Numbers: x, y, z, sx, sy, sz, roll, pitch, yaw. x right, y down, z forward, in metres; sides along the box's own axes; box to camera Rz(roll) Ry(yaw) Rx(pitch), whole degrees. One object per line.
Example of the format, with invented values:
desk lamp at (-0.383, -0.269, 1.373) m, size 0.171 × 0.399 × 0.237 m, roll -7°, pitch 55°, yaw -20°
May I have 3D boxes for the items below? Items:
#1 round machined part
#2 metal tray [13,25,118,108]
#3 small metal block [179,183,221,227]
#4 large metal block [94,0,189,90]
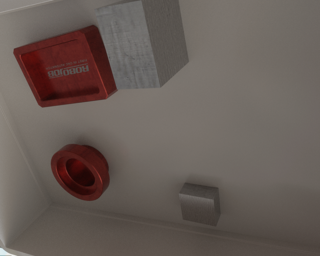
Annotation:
round machined part at (-0.123, 0.067, 0.502) m, size 0.098 × 0.042 × 0.097 m, roll 13°, pitch 124°, yaw 20°
metal tray at (-0.128, -0.079, 0.421) m, size 0.130 × 0.030 × 0.089 m, roll -4°, pitch 117°, yaw 29°
small metal block at (0.058, 0.110, 0.445) m, size 0.050 × 0.025 × 0.050 m, roll 5°, pitch 121°, yaw 25°
large metal block at (-0.013, -0.093, 0.322) m, size 0.050 × 0.080 × 0.079 m, roll 1°, pitch 119°, yaw 27°
